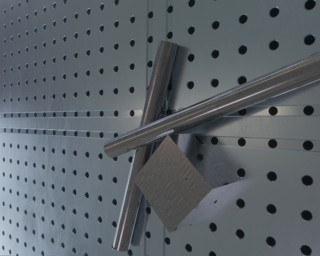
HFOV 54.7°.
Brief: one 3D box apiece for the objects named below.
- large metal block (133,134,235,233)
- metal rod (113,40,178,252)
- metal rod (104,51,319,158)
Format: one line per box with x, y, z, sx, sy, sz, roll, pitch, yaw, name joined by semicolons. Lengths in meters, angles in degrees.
0.026;0.063;0.371;0.080;0.050;0.080;51;120;27;large metal block
-0.023;0.032;0.427;0.025;0.025;0.298;22;104;38;metal rod
0.051;-0.019;0.347;0.300;0.025;0.025;-22;76;31;metal rod
